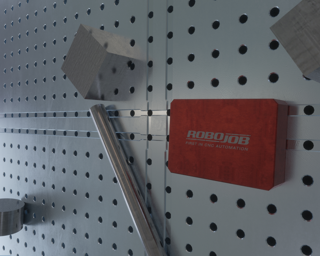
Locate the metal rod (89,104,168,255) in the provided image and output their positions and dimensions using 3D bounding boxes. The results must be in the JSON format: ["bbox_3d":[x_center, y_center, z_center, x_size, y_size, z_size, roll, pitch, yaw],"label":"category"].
[{"bbox_3d":[-0.039,0.096,0.441,0.025,0.025,0.299,-39,66,33],"label":"metal rod"}]

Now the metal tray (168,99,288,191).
[{"bbox_3d":[0.070,0.013,0.348,0.130,0.030,0.089,4,93,40],"label":"metal tray"}]

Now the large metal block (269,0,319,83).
[{"bbox_3d":[0.150,-0.081,0.249,0.080,0.081,0.050,-39,66,33],"label":"large metal block"}]

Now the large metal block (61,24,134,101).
[{"bbox_3d":[-0.098,-0.098,0.474,0.080,0.050,0.080,48,118,29],"label":"large metal block"}]

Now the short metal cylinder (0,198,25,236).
[{"bbox_3d":[-0.327,0.184,0.644,0.080,0.081,0.050,10,97,39],"label":"short metal cylinder"}]
